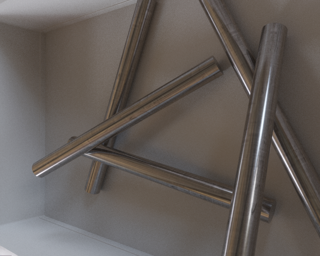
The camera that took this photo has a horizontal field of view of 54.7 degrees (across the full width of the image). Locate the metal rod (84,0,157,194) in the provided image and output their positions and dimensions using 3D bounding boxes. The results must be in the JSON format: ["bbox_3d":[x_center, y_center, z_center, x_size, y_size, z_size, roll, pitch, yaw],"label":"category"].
[{"bbox_3d":[-0.062,-0.038,0.455,0.025,0.025,0.298,29,108,36],"label":"metal rod"}]

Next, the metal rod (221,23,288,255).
[{"bbox_3d":[0.079,0.039,0.267,0.025,0.025,0.299,0,67,39],"label":"metal rod"}]

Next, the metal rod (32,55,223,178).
[{"bbox_3d":[-0.057,-0.005,0.406,0.300,0.025,0.025,-29,72,21],"label":"metal rod"}]

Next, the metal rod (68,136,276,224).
[{"bbox_3d":[-0.010,0.055,0.393,0.300,0.025,0.025,14,99,33],"label":"metal rod"}]

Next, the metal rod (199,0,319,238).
[{"bbox_3d":[0.105,-0.032,0.319,0.025,0.025,0.299,-34,69,34],"label":"metal rod"}]
